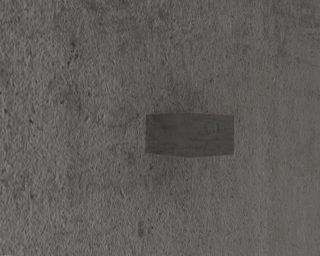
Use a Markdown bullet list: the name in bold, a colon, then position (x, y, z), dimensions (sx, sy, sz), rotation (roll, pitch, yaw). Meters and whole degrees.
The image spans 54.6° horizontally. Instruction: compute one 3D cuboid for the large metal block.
- **large metal block**: position (0.038, 0.008, 0.400), dimensions (0.081, 0.080, 0.050), rotation (1, 90, -40)
